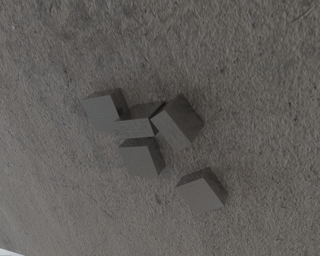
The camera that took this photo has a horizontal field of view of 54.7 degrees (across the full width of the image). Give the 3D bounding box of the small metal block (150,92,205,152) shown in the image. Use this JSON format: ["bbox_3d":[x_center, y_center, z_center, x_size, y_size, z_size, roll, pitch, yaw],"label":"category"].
[{"bbox_3d":[0.023,-0.008,0.374,0.025,0.050,0.050,-32,101,38],"label":"small metal block"}]

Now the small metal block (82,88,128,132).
[{"bbox_3d":[-0.072,-0.025,0.430,0.050,0.025,0.050,-6,116,31],"label":"small metal block"}]

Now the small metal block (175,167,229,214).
[{"bbox_3d":[0.058,0.088,0.430,0.050,0.025,0.050,-28,103,37],"label":"small metal block"}]

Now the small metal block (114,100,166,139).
[{"bbox_3d":[-0.021,-0.011,0.395,0.050,0.050,0.025,-5,116,30],"label":"small metal block"}]

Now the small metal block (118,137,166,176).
[{"bbox_3d":[-0.026,0.042,0.446,0.050,0.025,0.050,-5,116,30],"label":"small metal block"}]
